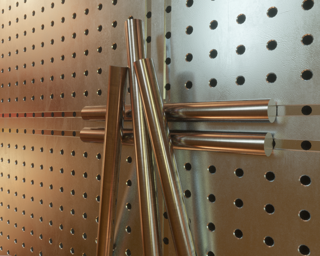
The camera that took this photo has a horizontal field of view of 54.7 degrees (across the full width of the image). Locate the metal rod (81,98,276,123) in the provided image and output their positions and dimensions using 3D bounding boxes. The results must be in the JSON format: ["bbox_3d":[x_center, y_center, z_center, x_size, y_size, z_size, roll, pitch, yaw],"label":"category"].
[{"bbox_3d":[-0.002,-0.020,0.410,0.300,0.025,0.025,1,91,39],"label":"metal rod"}]

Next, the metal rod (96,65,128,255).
[{"bbox_3d":[-0.070,0.062,0.441,0.025,0.025,0.298,18,108,38],"label":"metal rod"}]

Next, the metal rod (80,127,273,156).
[{"bbox_3d":[-0.005,0.014,0.412,0.300,0.025,0.025,1,91,39],"label":"metal rod"}]

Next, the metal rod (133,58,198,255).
[{"bbox_3d":[0.012,0.065,0.373,0.025,0.025,0.298,-14,89,39],"label":"metal rod"}]

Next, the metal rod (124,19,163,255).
[{"bbox_3d":[-0.021,0.011,0.393,0.025,0.025,0.298,-8,85,39],"label":"metal rod"}]
